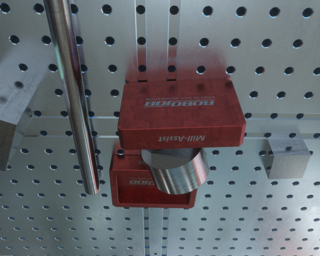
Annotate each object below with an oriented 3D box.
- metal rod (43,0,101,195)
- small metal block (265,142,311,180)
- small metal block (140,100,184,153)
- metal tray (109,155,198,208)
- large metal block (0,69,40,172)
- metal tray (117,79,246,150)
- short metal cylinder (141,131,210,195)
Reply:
[{"bbox_3d":[-0.104,-0.017,0.395,0.025,0.025,0.298,1,130,-1],"label":"metal rod"},{"bbox_3d":[0.185,0.049,0.455,0.050,0.025,0.050,-3,130,2],"label":"small metal block"},{"bbox_3d":[0.002,-0.002,0.385,0.050,0.050,0.025,-20,145,29],"label":"small metal block"},{"bbox_3d":[-0.009,0.085,0.480,0.131,0.030,0.089,2,130,-2],"label":"metal tray"},{"bbox_3d":[-0.188,-0.010,0.365,0.050,0.080,0.079,20,127,-16],"label":"large metal block"},{"bbox_3d":[0.022,-0.018,0.353,0.131,0.090,0.030,-2,130,1],"label":"metal tray"},{"bbox_3d":[0.021,0.040,0.410,0.080,0.080,0.050,-12,129,10],"label":"short metal cylinder"}]
